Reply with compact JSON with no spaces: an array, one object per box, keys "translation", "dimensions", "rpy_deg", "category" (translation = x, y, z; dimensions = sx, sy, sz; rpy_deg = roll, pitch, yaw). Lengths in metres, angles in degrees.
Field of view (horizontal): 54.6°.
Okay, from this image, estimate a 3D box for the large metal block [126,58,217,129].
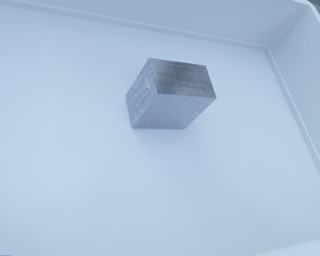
[{"translation":[0.011,-0.040,0.397],"dimensions":[0.081,0.080,0.050],"rpy_deg":[1,61,-28],"category":"large metal block"}]
